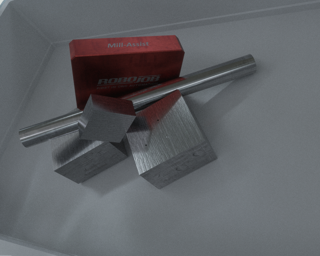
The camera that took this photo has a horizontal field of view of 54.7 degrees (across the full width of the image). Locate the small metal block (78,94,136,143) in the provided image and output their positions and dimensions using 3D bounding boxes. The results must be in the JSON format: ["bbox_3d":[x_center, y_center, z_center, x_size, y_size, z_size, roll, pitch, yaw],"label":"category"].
[{"bbox_3d":[-0.063,-0.010,0.363,0.050,0.050,0.025,-55,40,38],"label":"small metal block"}]

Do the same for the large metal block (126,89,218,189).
[{"bbox_3d":[0.010,0.014,0.373,0.080,0.050,0.080,-29,52,9],"label":"large metal block"}]

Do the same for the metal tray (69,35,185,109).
[{"bbox_3d":[-0.042,-0.068,0.390,0.131,0.089,0.030,-7,54,-14],"label":"metal tray"}]

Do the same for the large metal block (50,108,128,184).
[{"bbox_3d":[-0.101,0.017,0.426,0.080,0.050,0.080,-29,52,9],"label":"large metal block"}]

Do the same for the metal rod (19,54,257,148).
[{"bbox_3d":[-0.026,-0.035,0.390,0.302,0.025,0.025,-18,53,-2],"label":"metal rod"}]
